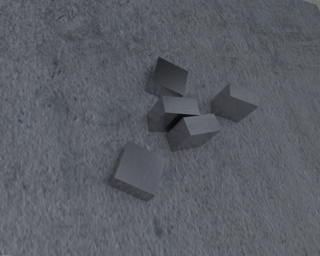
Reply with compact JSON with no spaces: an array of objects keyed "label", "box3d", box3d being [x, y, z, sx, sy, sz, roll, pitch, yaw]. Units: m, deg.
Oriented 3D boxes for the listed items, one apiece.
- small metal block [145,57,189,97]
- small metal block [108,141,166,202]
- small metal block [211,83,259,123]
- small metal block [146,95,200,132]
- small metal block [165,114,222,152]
[{"label":"small metal block","box3d":[0.010,-0.069,0.453,0.050,0.025,0.050,24,53,-14]},{"label":"small metal block","box3d":[-0.026,0.051,0.360,0.050,0.025,0.050,27,52,-12]},{"label":"small metal block","box3d":[0.113,-0.037,0.474,0.050,0.050,0.025,17,55,-19]},{"label":"small metal block","box3d":[0.016,-0.017,0.408,0.050,0.050,0.025,3,60,-27]},{"label":"small metal block","box3d":[0.043,0.006,0.409,0.050,0.050,0.025,-8,67,-32]}]
